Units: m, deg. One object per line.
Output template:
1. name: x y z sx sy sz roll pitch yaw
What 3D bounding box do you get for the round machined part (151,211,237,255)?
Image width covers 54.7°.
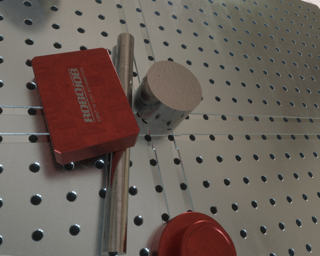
1. round machined part: 0.043 0.139 0.335 0.099 0.042 0.098 14 56 -21

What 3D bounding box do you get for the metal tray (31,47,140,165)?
1. metal tray: -0.088 -0.031 0.357 0.091 0.030 0.130 -14 64 -20

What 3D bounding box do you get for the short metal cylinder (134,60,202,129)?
1. short metal cylinder: 0.010 -0.045 0.425 0.081 0.050 0.080 14 56 -21

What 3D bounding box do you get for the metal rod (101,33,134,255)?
1. metal rod: -0.048 -0.004 0.384 0.025 0.025 0.299 13 56 -22
